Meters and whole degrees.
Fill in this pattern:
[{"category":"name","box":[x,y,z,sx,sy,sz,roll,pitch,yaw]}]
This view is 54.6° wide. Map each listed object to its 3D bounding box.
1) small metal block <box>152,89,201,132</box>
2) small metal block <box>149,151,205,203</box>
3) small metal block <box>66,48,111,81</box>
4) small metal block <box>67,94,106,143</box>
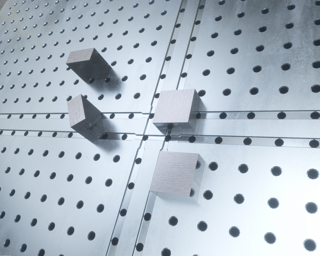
[{"category":"small metal block","box":[0.023,-0.023,0.411,0.050,0.025,0.050,0,61,28]},{"category":"small metal block","box":[0.021,0.056,0.364,0.050,0.025,0.050,2,62,29]},{"category":"small metal block","box":[-0.119,-0.105,0.521,0.050,0.050,0.025,-2,61,27]},{"category":"small metal block","box":[-0.109,-0.014,0.459,0.025,0.050,0.050,-29,52,10]}]
